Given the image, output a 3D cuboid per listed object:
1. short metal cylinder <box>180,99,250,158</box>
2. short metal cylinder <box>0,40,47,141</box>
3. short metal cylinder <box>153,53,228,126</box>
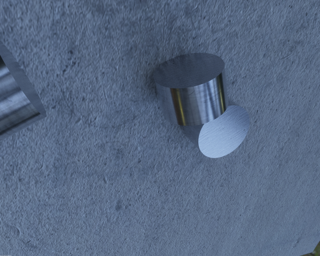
[{"bbox_3d":[0.075,-0.006,0.428,0.081,0.050,0.079,-14,124,-21],"label":"short metal cylinder"},{"bbox_3d":[-0.145,-0.032,0.272,0.050,0.080,0.080,-30,129,-9],"label":"short metal cylinder"},{"bbox_3d":[0.037,-0.047,0.362,0.080,0.080,0.050,-25,128,-13],"label":"short metal cylinder"}]
